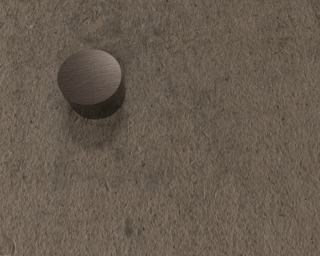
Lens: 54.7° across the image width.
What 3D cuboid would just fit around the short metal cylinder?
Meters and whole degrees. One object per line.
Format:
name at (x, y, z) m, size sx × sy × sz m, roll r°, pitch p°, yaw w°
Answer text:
short metal cylinder at (-0.089, -0.057, 0.415) m, size 0.081 × 0.050 × 0.080 m, roll 0°, pitch 70°, yaw 0°
